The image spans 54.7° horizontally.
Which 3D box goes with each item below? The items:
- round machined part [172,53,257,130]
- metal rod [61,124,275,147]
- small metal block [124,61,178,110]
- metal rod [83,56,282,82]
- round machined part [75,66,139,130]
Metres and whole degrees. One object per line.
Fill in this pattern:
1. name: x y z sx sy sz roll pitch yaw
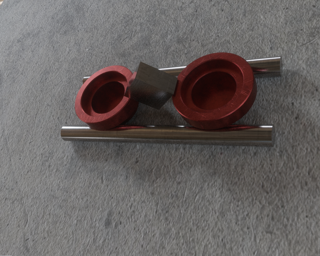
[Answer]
1. round machined part: 0.068 -0.040 0.377 0.098 0.042 0.098 -13 56 21
2. metal rod: -0.010 0.008 0.405 0.300 0.025 0.025 0 62 28
3. small metal block: -0.012 -0.052 0.394 0.050 0.050 0.025 138 150 -61
4. metal rod: 0.013 -0.075 0.443 0.300 0.025 0.025 0 62 28
5. round machined part: -0.070 -0.039 0.450 0.098 0.042 0.098 -13 56 21
